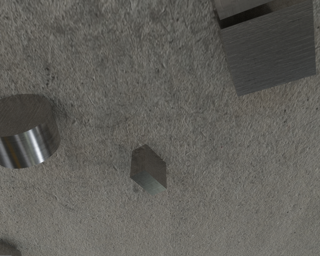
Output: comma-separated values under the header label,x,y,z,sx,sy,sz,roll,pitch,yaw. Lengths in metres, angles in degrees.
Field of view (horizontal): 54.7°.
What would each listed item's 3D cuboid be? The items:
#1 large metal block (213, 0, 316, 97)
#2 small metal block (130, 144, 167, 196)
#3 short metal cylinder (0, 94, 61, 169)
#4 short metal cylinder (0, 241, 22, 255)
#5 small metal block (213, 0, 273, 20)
label,x,y,z,sx,sy,sz,roll,pitch,yaw
large metal block,0.107,-0.088,0.317,0.080,0.050,0.080,-16,129,12
small metal block,-0.016,0.060,0.442,0.025,0.050,0.050,-29,125,22
short metal cylinder,-0.166,0.002,0.371,0.081,0.080,0.050,-1,130,0
short metal cylinder,-0.313,0.260,0.588,0.080,0.080,0.050,-27,125,21
small metal block,0.072,-0.128,0.283,0.050,0.050,0.025,-17,128,13
